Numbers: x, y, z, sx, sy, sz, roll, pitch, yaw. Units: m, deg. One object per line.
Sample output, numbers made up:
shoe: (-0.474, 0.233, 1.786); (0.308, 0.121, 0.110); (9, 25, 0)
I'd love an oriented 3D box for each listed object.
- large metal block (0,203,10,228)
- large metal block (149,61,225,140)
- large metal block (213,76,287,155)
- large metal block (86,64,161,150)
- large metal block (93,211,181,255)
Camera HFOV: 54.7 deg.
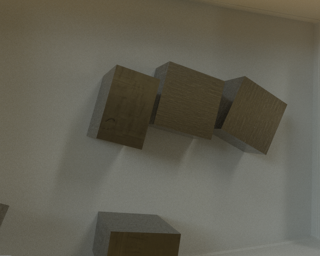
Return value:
large metal block: (-0.197, 0.119, 0.309); (0.050, 0.080, 0.080); (23, 82, -19)
large metal block: (0.030, -0.033, 0.409); (0.081, 0.050, 0.080); (16, 85, -20)
large metal block: (0.121, -0.016, 0.444); (0.080, 0.050, 0.080); (29, 80, -18)
large metal block: (-0.046, -0.022, 0.365); (0.050, 0.080, 0.080); (16, 85, -20)
large metal block: (-0.031, 0.138, 0.371); (0.081, 0.080, 0.050); (9, 87, -20)
